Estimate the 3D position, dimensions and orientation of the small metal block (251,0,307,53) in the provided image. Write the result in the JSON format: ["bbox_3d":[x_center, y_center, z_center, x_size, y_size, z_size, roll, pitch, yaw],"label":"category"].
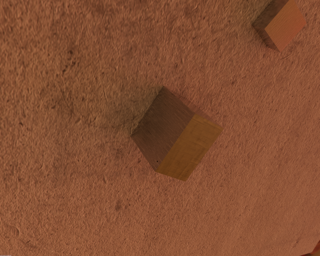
[{"bbox_3d":[0.157,-0.137,0.408,0.050,0.025,0.050,34,99,-39],"label":"small metal block"}]

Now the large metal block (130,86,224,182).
[{"bbox_3d":[0.018,0.006,0.385,0.050,0.080,0.080,25,105,-37],"label":"large metal block"}]
